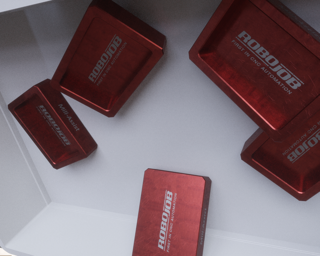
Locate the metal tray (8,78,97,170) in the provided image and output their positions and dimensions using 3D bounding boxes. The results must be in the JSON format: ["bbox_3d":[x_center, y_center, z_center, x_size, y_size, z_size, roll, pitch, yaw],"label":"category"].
[{"bbox_3d":[-0.170,-0.002,0.490,0.090,0.030,0.130,-23,107,36],"label":"metal tray"}]

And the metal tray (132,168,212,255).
[{"bbox_3d":[0.016,0.126,0.425,0.090,0.030,0.129,5,82,25],"label":"metal tray"}]

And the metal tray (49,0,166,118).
[{"bbox_3d":[-0.065,-0.078,0.369,0.090,0.030,0.129,29,132,-19],"label":"metal tray"}]

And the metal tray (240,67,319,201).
[{"bbox_3d":[0.160,0.011,0.327,0.090,0.030,0.129,36,129,3],"label":"metal tray"}]

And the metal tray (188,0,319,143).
[{"bbox_3d":[0.099,-0.062,0.291,0.130,0.030,0.089,48,130,15],"label":"metal tray"}]
